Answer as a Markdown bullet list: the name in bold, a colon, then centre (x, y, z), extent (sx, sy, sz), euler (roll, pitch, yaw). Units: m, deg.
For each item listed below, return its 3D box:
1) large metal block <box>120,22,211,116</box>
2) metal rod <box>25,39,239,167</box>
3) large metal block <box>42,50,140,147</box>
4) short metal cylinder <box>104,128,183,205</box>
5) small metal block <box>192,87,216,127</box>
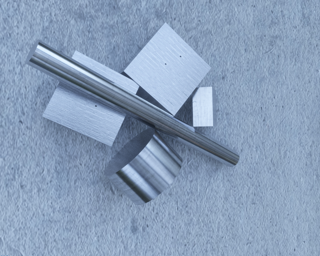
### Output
- **large metal block**: centre (0.003, -0.071, 0.396), extent (0.080, 0.050, 0.080), euler (41, 77, -16)
- **metal rod**: centre (-0.005, -0.012, 0.365), extent (0.301, 0.025, 0.025), euler (27, 81, -35)
- **large metal block**: centre (-0.082, -0.032, 0.367), extent (0.080, 0.050, 0.080), euler (26, 81, -18)
- **short metal cylinder**: centre (-0.020, 0.045, 0.373), extent (0.080, 0.080, 0.050), euler (-46, 105, -14)
- **small metal block**: centre (0.061, -0.028, 0.417), extent (0.025, 0.050, 0.050), euler (-1, 91, 16)
